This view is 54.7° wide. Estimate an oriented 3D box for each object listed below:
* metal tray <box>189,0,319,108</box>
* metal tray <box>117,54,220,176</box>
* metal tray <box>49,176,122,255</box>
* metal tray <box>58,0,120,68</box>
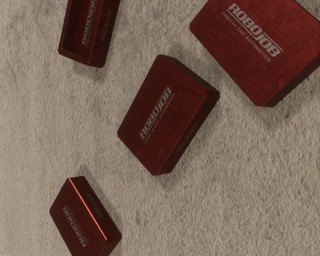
[{"bbox_3d":[0.099,-0.096,0.319,0.090,0.030,0.130,-48,62,29],"label":"metal tray"},{"bbox_3d":[0.005,-0.016,0.396,0.090,0.030,0.129,44,116,30],"label":"metal tray"},{"bbox_3d":[-0.125,0.154,0.502,0.130,0.030,0.089,48,118,29],"label":"metal tray"},{"bbox_3d":[-0.114,-0.170,0.492,0.090,0.030,0.129,27,106,36],"label":"metal tray"}]
